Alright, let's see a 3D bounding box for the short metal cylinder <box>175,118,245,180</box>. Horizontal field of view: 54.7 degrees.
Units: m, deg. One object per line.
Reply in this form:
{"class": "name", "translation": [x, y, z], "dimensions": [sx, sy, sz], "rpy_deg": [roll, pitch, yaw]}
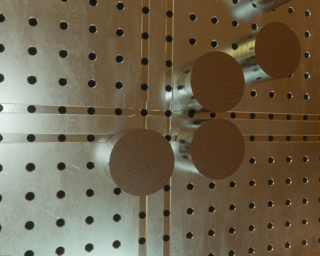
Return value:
{"class": "short metal cylinder", "translation": [0.067, 0.027, 0.424], "dimensions": [0.081, 0.050, 0.079], "rpy_deg": [0, 90, -20]}

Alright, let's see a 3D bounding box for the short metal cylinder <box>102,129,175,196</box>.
{"class": "short metal cylinder", "translation": [-0.028, 0.040, 0.389], "dimensions": [0.081, 0.050, 0.079], "rpy_deg": [0, 90, -20]}

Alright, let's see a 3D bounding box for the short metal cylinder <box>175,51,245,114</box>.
{"class": "short metal cylinder", "translation": [0.067, -0.060, 0.424], "dimensions": [0.081, 0.050, 0.079], "rpy_deg": [0, 90, -20]}

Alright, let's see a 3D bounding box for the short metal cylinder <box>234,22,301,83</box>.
{"class": "short metal cylinder", "translation": [0.158, -0.109, 0.457], "dimensions": [0.081, 0.050, 0.079], "rpy_deg": [0, 90, -20]}

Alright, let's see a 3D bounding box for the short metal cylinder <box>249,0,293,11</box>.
{"class": "short metal cylinder", "translation": [0.174, -0.224, 0.463], "dimensions": [0.081, 0.050, 0.079], "rpy_deg": [0, 90, -20]}
